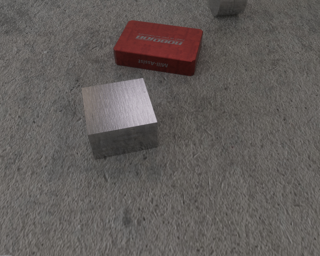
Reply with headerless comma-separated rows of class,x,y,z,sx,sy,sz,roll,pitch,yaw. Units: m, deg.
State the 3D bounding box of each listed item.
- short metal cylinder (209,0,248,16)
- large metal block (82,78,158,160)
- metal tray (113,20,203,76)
short metal cylinder,0.127,-0.254,0.582,0.050,0.080,0.080,-6,50,-5
large metal block,-0.052,-0.013,0.398,0.081,0.050,0.080,-11,51,-9
metal tray,0.000,-0.134,0.513,0.131,0.030,0.090,10,51,8
